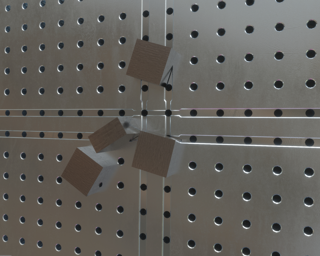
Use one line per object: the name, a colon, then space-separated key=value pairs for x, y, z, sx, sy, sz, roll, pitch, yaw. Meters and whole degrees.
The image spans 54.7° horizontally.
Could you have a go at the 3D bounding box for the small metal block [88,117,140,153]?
small metal block: x=-0.059 y=0.009 z=0.419 sx=0.050 sy=0.050 sz=0.025 roll=-32 pitch=80 yaw=17

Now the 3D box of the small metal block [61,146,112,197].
small metal block: x=-0.107 y=0.062 z=0.449 sx=0.050 sy=0.025 sz=0.050 roll=34 pitch=101 yaw=16

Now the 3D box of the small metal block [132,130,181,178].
small metal block: x=-0.005 y=0.033 z=0.413 sx=0.050 sy=0.025 sz=0.050 roll=15 pitch=95 yaw=19

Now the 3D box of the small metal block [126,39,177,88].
small metal block: x=-0.011 y=-0.087 z=0.416 sx=0.050 sy=0.025 sz=0.050 roll=20 pitch=97 yaw=18
